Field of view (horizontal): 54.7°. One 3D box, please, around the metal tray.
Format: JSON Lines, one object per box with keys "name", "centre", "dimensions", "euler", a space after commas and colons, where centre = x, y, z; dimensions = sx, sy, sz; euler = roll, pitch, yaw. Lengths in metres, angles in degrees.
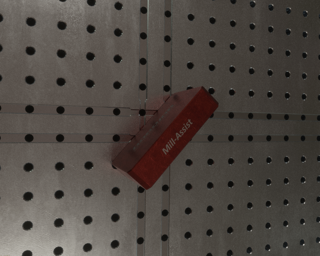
{"name": "metal tray", "centre": [0.003, 0.009, 0.380], "dimensions": [0.030, 0.090, 0.130], "euler": [45, 76, -15]}
